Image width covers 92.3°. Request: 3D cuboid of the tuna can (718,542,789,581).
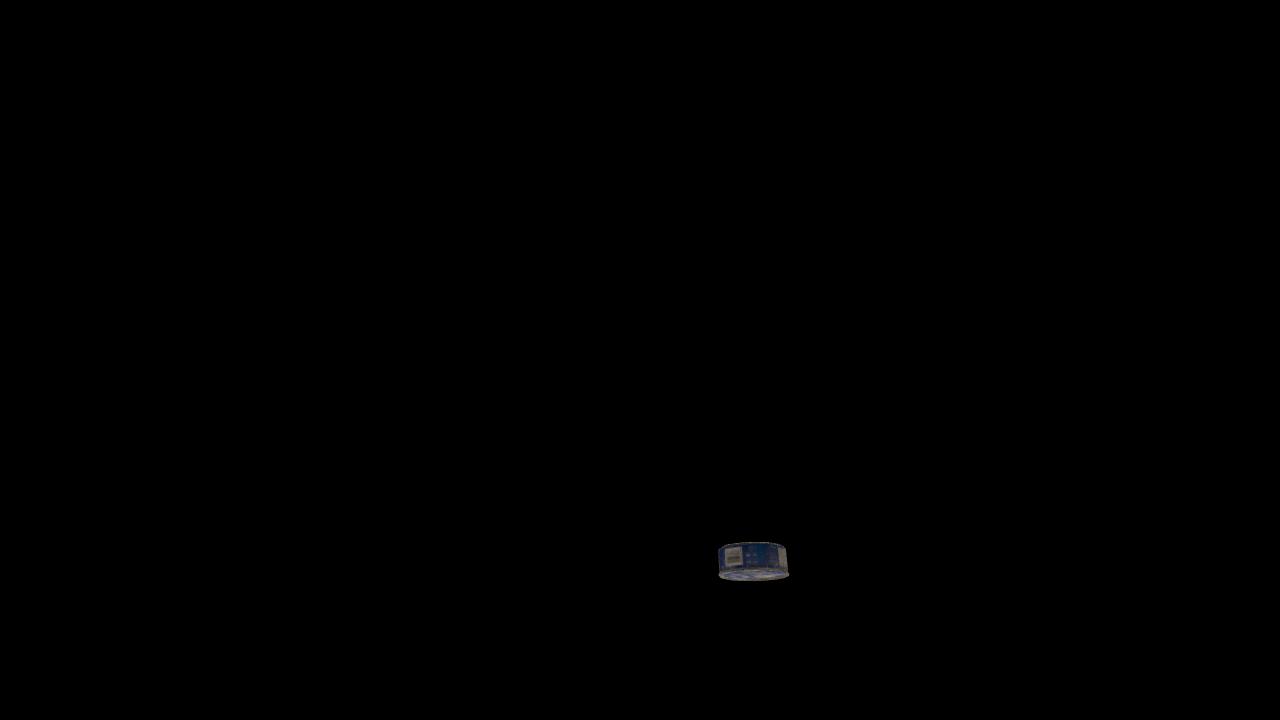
[{"bbox_3d":[0.137,0.246,0.749,0.084,0.034,0.084,0,-28,0],"label":"tuna can"}]
